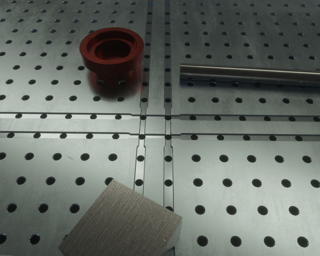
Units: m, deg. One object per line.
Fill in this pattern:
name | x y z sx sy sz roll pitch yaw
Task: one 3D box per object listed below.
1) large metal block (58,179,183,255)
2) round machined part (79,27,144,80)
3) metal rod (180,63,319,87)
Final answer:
large metal block | -0.034 0.110 0.299 0.080 0.050 0.080 25 54 19
round machined part | -0.074 -0.115 0.492 0.099 0.042 0.098 0 50 0
metal rod | 0.182 -0.079 0.476 0.302 0.025 0.025 4 50 2
